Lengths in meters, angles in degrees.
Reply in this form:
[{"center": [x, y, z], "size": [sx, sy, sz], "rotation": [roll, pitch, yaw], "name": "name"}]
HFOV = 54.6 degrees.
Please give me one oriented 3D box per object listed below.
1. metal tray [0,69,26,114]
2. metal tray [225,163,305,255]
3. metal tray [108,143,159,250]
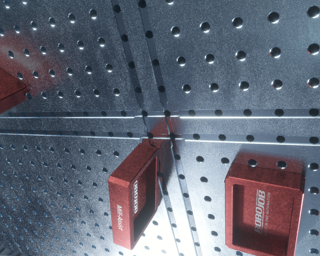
[{"center": [-0.290, -0.070, 0.480], "size": [0.130, 0.090, 0.030], "rotation": [32, 129, 7], "name": "metal tray"}, {"center": [0.134, 0.114, 0.407], "size": [0.090, 0.030, 0.129], "rotation": [7, 122, 24], "name": "metal tray"}, {"center": [-0.034, 0.099, 0.448], "size": [0.030, 0.090, 0.129], "rotation": [15, 125, 20], "name": "metal tray"}]
